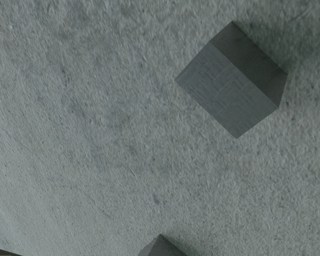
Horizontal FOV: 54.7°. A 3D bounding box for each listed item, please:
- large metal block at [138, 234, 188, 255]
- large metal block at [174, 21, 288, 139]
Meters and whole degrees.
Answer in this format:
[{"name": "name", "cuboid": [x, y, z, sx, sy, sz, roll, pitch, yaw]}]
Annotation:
[{"name": "large metal block", "cuboid": [0.003, 0.244, 0.539, 0.080, 0.050, 0.080, 38, 129, 2]}, {"name": "large metal block", "cuboid": [0.072, -0.049, 0.302, 0.080, 0.080, 0.050, 43, 129, -2]}]
